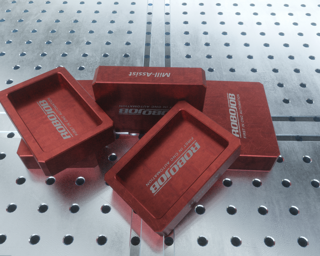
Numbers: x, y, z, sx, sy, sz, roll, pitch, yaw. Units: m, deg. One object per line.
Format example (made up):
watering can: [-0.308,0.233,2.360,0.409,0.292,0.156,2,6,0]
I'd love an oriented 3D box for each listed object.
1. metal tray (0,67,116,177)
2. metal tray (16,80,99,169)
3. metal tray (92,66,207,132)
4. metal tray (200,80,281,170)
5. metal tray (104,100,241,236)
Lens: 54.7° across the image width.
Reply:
metal tray: [-0.125,-0.014,0.373,0.091,0.030,0.130,-31,57,-24]
metal tray: [-0.123,-0.009,0.411,0.091,0.030,0.130,-1,51,-1]
metal tray: [-0.012,-0.033,0.392,0.131,0.089,0.030,1,50,0]
metal tray: [0.098,-0.008,0.411,0.091,0.030,0.130,2,50,1]
metal tray: [0.015,0.041,0.346,0.090,0.030,0.130,39,77,27]
